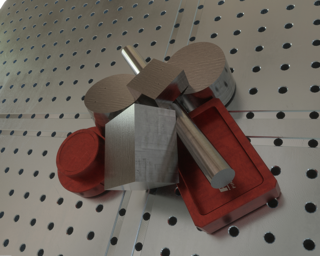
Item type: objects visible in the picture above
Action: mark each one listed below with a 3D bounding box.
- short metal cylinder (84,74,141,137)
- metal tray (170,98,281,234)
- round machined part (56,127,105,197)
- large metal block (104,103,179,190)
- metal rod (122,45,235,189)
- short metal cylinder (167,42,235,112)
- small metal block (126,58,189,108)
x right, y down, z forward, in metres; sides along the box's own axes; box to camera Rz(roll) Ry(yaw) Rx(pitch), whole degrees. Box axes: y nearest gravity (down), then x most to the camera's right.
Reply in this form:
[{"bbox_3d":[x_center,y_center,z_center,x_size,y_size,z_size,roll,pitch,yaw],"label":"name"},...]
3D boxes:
[{"bbox_3d":[-0.055,-0.029,0.420,0.080,0.050,0.080,-8,44,9],"label":"short metal cylinder"},{"bbox_3d":[0.058,0.037,0.347,0.090,0.030,0.130,-31,52,7],"label":"metal tray"},{"bbox_3d":[-0.100,0.040,0.420,0.098,0.042,0.098,-13,56,21],"label":"round machined part"},{"bbox_3d":[-0.024,0.026,0.350,0.080,0.050,0.080,-27,60,55],"label":"large metal block"},{"bbox_3d":[0.004,-0.038,0.393,0.025,0.025,0.300,-37,42,4],"label":"metal rod"},{"bbox_3d":[0.051,-0.063,0.400,0.080,0.050,0.080,-13,56,21],"label":"short metal cylinder"},{"bbox_3d":[-0.003,-0.051,0.368,0.050,0.025,0.050,30,70,38],"label":"small metal block"}]
